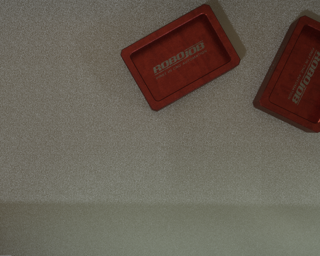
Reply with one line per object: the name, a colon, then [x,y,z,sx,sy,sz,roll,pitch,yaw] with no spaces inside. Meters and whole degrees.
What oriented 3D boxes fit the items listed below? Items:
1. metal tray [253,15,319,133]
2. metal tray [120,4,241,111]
metal tray: [0.194,-0.069,0.411,0.090,0.030,0.129,26,90,-1]
metal tray: [0.026,-0.090,0.409,0.130,0.030,0.090,-30,90,-1]
